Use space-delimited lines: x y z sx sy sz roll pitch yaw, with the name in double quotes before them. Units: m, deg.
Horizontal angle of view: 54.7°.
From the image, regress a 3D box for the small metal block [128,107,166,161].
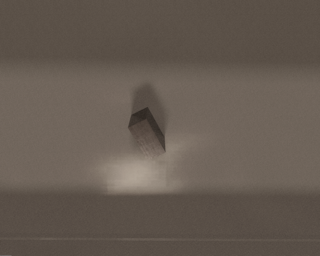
"small metal block" -0.016 0.006 0.400 0.025 0.050 0.050 -26 108 9
